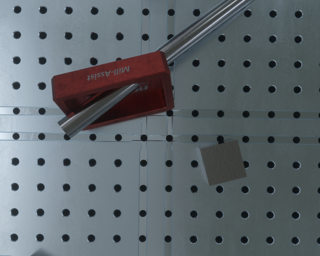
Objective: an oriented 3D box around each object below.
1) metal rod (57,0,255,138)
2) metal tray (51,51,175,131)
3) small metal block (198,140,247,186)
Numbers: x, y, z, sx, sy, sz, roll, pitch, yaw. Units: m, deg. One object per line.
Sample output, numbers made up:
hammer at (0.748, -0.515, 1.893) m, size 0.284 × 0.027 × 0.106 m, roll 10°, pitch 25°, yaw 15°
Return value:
metal rod at (0.004, -0.090, 0.388) m, size 0.301 × 0.025 × 0.025 m, roll -38°, pitch 90°, yaw -10°
metal tray at (-0.051, -0.041, 0.378) m, size 0.131 × 0.090 × 0.030 m, roll -14°, pitch 65°, yaw 0°
small metal block at (0.082, 0.045, 0.414) m, size 0.050 × 0.025 × 0.050 m, roll -14°, pitch 90°, yaw 0°
